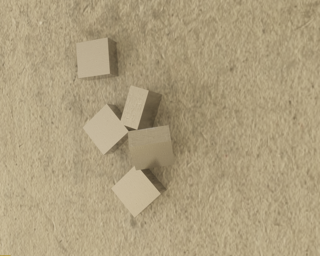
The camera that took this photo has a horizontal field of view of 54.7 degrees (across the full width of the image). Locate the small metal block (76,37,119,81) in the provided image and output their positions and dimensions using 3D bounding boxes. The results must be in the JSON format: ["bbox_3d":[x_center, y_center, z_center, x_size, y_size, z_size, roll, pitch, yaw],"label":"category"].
[{"bbox_3d":[-0.089,-0.096,0.439,0.050,0.025,0.050,-4,89,19],"label":"small metal block"}]

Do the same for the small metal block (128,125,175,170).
[{"bbox_3d":[-0.010,0.026,0.389,0.050,0.050,0.025,-9,49,0],"label":"small metal block"}]

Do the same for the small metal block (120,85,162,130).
[{"bbox_3d":[-0.023,-0.025,0.403,0.025,0.050,0.050,19,96,19],"label":"small metal block"}]

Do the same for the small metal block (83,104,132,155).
[{"bbox_3d":[-0.070,0.002,0.433,0.050,0.025,0.050,-43,77,14],"label":"small metal block"}]

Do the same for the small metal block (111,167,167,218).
[{"bbox_3d":[-0.028,0.083,0.418,0.050,0.025,0.050,-45,77,14],"label":"small metal block"}]
